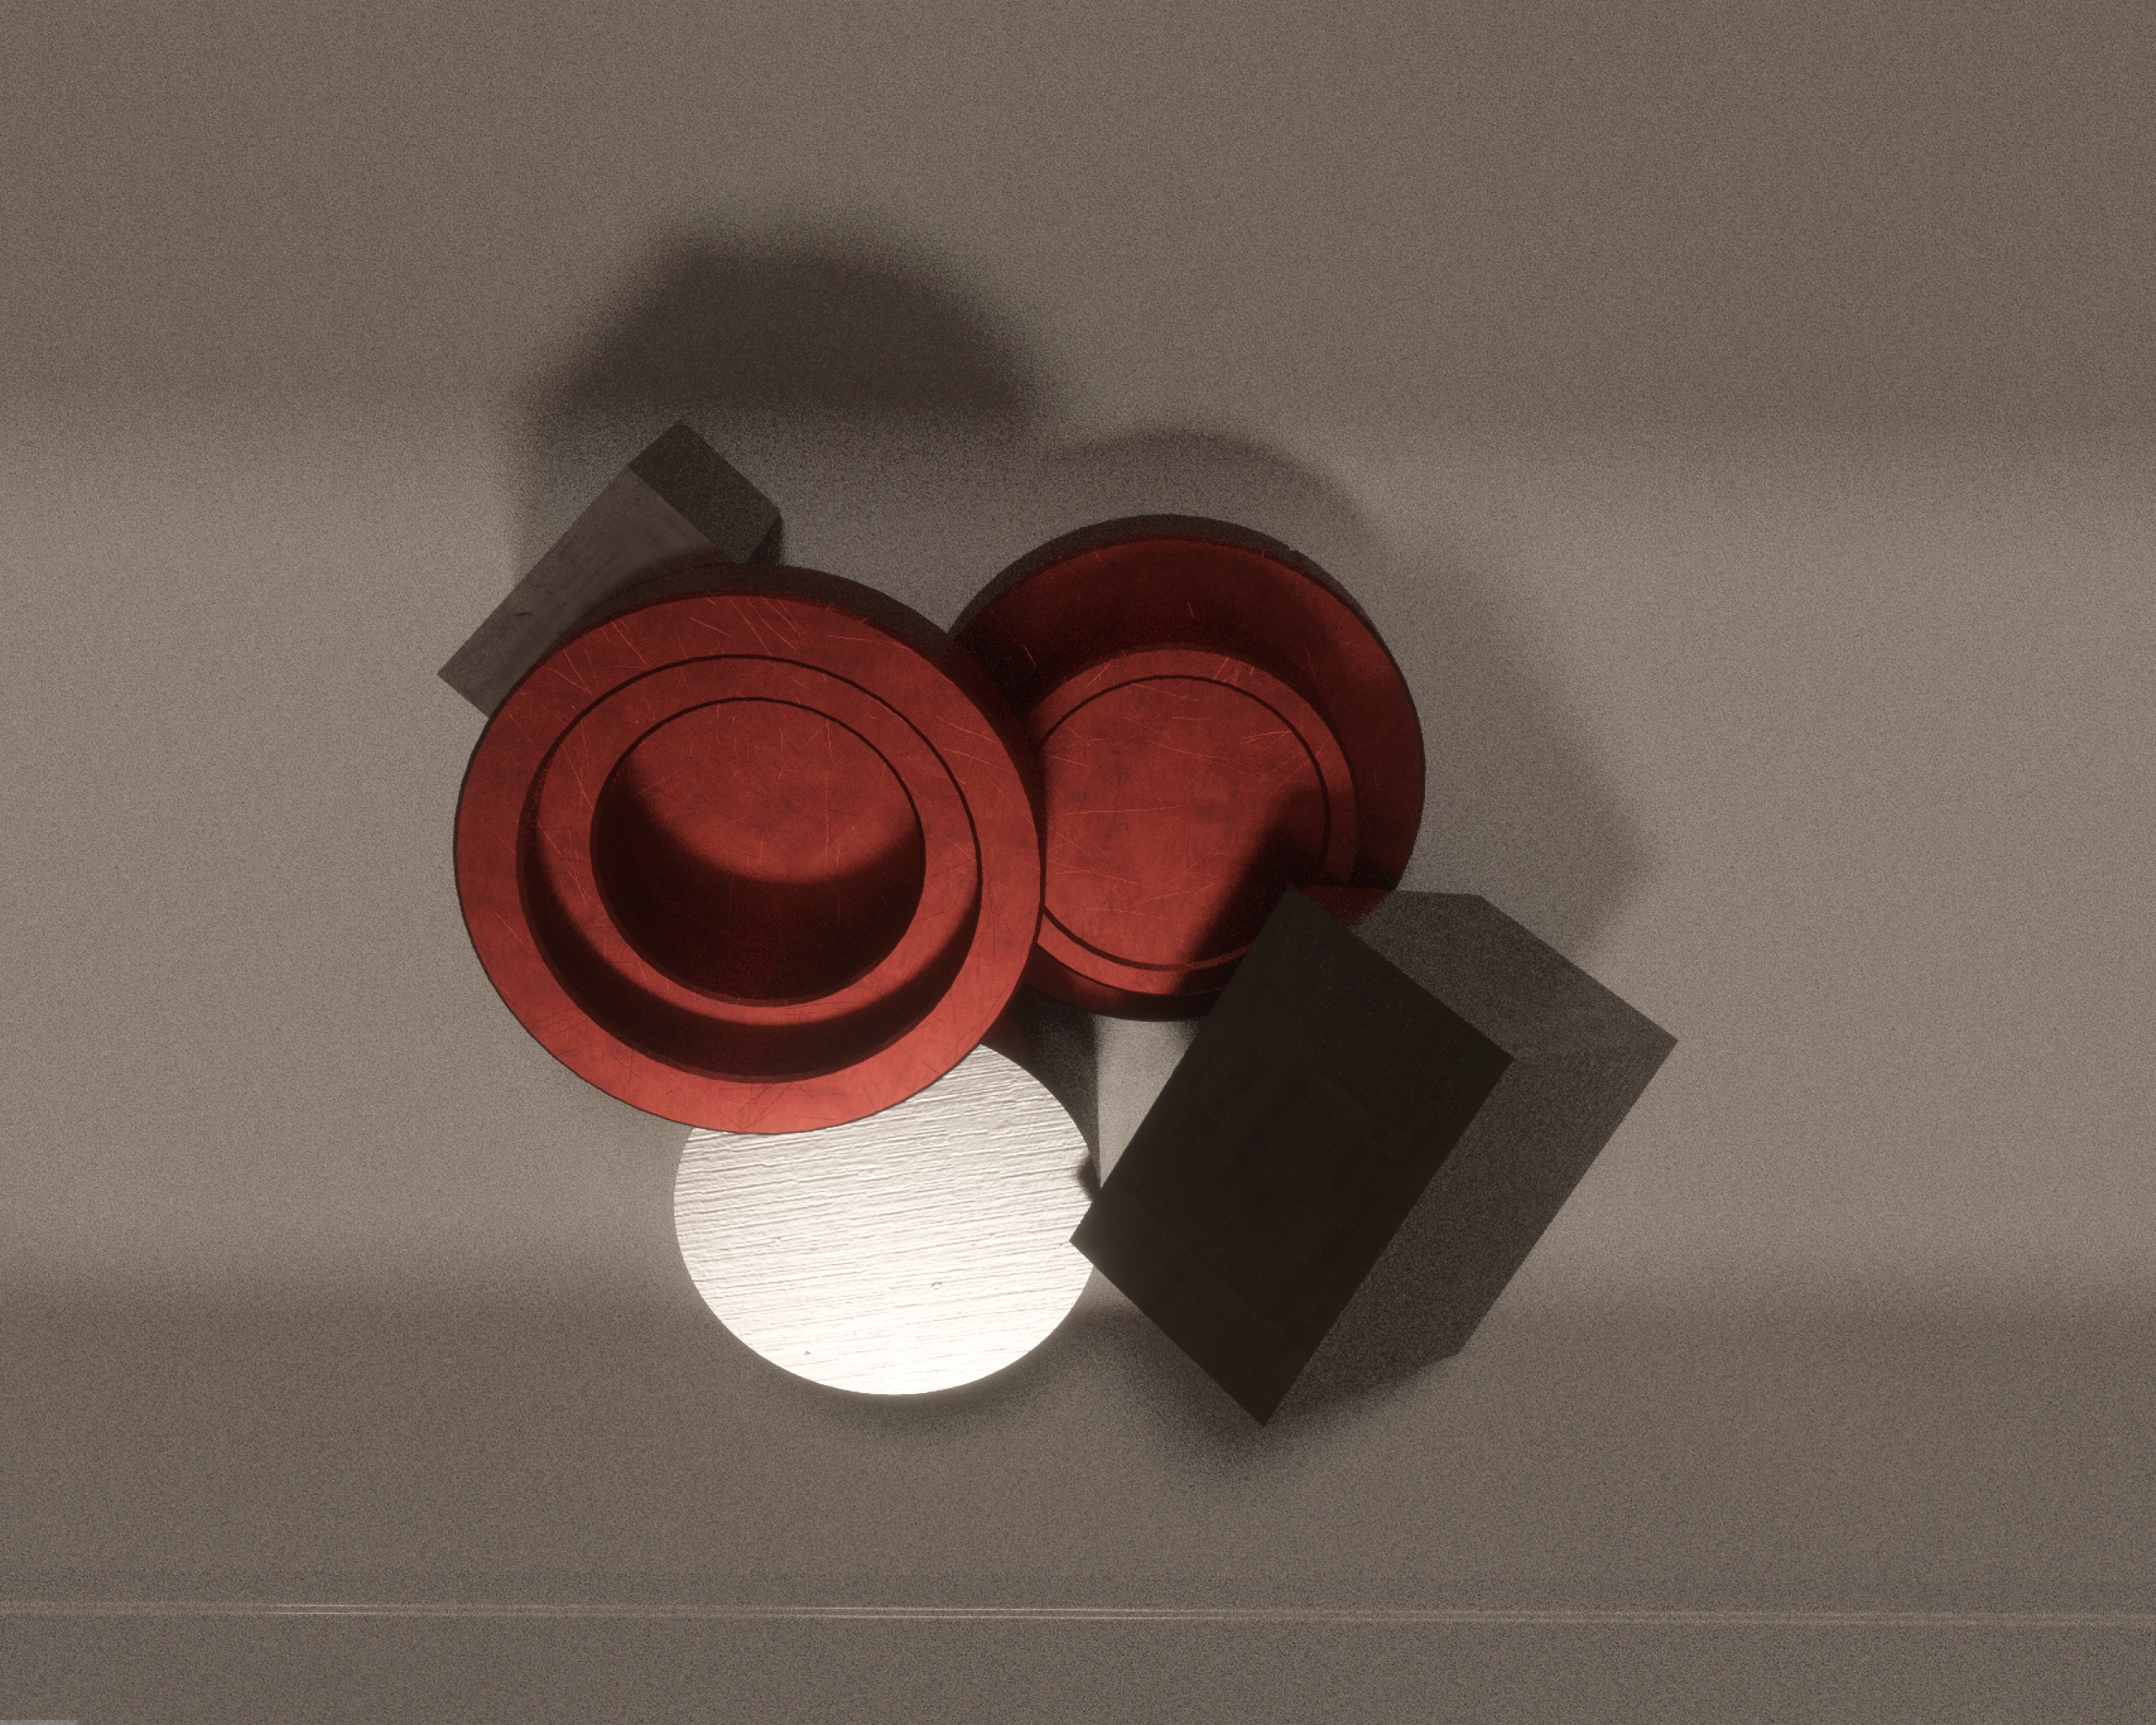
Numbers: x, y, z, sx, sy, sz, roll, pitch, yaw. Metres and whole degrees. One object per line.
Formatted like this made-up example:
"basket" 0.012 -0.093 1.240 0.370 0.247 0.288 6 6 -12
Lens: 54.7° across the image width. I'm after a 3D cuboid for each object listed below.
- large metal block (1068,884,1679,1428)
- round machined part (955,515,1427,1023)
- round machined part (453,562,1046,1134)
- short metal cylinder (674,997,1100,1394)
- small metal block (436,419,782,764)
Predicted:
"large metal block" 0.057 0.052 0.393 0.050 0.080 0.080 40 109 29
"round machined part" 0.017 -0.014 0.394 0.099 0.042 0.097 0 110 -1
"round machined part" -0.055 -0.005 0.367 0.099 0.042 0.097 0 110 -1
"short metal cylinder" -0.036 0.058 0.417 0.081 0.050 0.079 0 110 -1
"small metal block" -0.083 -0.050 0.376 0.025 0.050 0.050 43 105 -14
